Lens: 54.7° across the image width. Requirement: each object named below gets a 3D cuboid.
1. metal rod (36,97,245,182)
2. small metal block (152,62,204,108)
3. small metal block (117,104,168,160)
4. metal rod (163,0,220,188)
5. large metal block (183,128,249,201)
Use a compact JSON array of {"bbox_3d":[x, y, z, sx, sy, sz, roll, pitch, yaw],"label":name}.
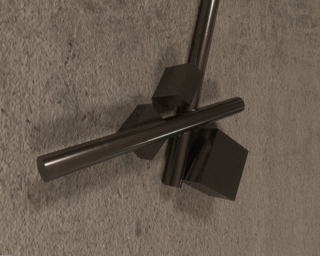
[{"bbox_3d":[0.005,0.001,0.377,0.302,0.025,0.025,-18,102,-38],"label":"metal rod"},{"bbox_3d":[0.023,-0.056,0.410,0.025,0.050,0.050,37,67,-34],"label":"small metal block"},{"bbox_3d":[-0.019,0.005,0.391,0.050,0.025,0.050,50,60,-29],"label":"small metal block"},{"bbox_3d":[0.049,-0.064,0.447,0.025,0.025,0.299,21,77,-39],"label":"metal rod"},{"bbox_3d":[0.078,0.053,0.457,0.080,0.050,0.080,32,70,-36],"label":"large metal block"}]
